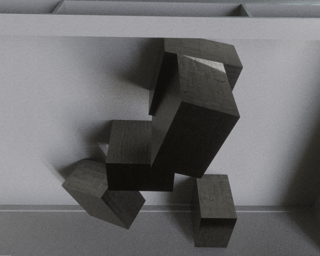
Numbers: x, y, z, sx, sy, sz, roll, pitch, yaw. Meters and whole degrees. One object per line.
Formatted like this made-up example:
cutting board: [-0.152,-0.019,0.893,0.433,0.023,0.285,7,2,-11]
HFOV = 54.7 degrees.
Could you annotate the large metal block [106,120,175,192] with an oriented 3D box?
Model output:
large metal block: [-0.023,0.034,0.402,0.081,0.080,0.050,2,130,-2]

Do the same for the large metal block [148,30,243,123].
large metal block: [0.035,-0.054,0.347,0.081,0.050,0.079,9,130,-9]

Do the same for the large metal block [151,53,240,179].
large metal block: [0.028,-0.012,0.298,0.050,0.080,0.079,14,129,-12]

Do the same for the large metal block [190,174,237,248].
large metal block: [0.080,0.129,0.484,0.050,0.080,0.079,2,130,-2]

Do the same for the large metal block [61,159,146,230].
large metal block: [-0.080,0.095,0.450,0.080,0.050,0.080,6,139,36]
